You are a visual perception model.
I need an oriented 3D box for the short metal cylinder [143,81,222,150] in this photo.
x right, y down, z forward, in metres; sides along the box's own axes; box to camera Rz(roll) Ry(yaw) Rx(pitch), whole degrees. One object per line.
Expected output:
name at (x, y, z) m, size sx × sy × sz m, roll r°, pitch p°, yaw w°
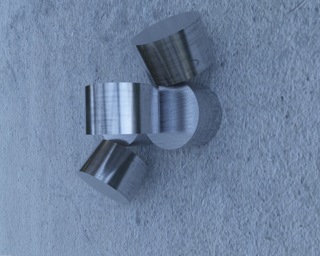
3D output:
short metal cylinder at (0.026, -0.016, 0.367) m, size 0.080 × 0.050 × 0.079 m, roll 0°, pitch 90°, yaw 39°

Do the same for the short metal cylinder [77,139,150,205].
short metal cylinder at (-0.061, 0.059, 0.410) m, size 0.080 × 0.080 × 0.050 m, roll 10°, pitch 57°, yaw 39°

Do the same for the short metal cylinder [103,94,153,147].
short metal cylinder at (-0.037, -0.015, 0.417) m, size 0.080 × 0.050 × 0.079 m, roll 0°, pitch 90°, yaw 39°

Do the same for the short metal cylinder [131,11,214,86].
short metal cylinder at (0.015, -0.090, 0.348) m, size 0.080 × 0.080 × 0.050 m, roll 1°, pitch 129°, yaw 39°

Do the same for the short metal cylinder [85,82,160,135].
short metal cylinder at (-0.040, -0.018, 0.337) m, size 0.080 × 0.081 × 0.050 m, roll -2°, pitch 89°, yaw 39°
